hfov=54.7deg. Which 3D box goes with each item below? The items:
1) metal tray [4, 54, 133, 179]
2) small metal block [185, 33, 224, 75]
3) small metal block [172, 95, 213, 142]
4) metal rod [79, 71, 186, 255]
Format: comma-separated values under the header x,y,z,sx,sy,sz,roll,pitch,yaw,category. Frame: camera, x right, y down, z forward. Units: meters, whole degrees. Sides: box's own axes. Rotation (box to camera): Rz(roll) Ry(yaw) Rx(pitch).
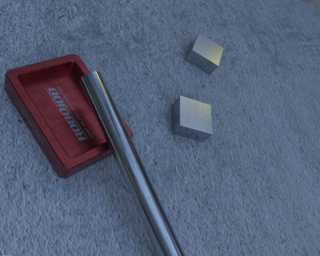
x,y,z,sx,sy,sz,roll,pitch,yaw,category
-0.104,-0.019,0.356,0.091,0.030,0.130,-28,77,-37,metal tray
0.075,-0.125,0.523,0.050,0.025,0.050,29,52,-10,small metal block
0.045,-0.013,0.437,0.050,0.025,0.050,15,55,-20,small metal block
-0.013,0.077,0.324,0.025,0.025,0.299,-20,81,-36,metal rod
